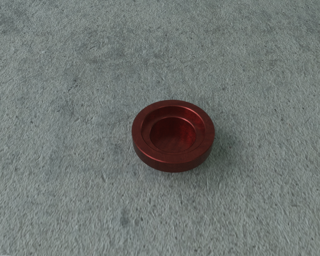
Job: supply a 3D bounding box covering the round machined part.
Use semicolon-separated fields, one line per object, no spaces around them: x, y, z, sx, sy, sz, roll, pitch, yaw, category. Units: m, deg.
0.015;0.014;0.382;0.099;0.042;0.098;0;50;0;round machined part
